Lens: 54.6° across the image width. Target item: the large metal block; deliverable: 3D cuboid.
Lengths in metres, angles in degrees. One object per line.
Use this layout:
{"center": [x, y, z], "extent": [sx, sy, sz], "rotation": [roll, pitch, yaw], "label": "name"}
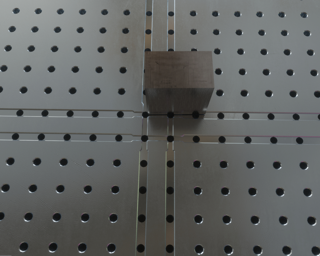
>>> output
{"center": [0.023, -0.056, 0.403], "extent": [0.080, 0.080, 0.050], "rotation": [0, 70, 0], "label": "large metal block"}
